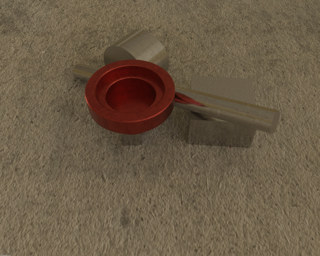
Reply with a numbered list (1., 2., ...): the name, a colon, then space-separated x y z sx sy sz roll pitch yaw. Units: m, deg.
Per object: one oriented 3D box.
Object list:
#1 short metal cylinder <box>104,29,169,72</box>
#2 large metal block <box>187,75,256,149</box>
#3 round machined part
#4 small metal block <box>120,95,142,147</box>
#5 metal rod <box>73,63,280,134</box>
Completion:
1. short metal cylinder: -0.034 -0.094 0.448 0.080 0.080 0.050 30 56 22
2. large metal block: 0.079 -0.022 0.408 0.080 0.050 0.080 4 50 2
3. round machined part: -0.033 -0.031 0.355 0.099 0.042 0.098 0 51 0
4. small metal block: -0.037 -0.011 0.398 0.025 0.050 0.050 -2 50 -2
5. metal rod: -0.003 -0.046 0.395 0.300 0.025 0.025 19 51 32
